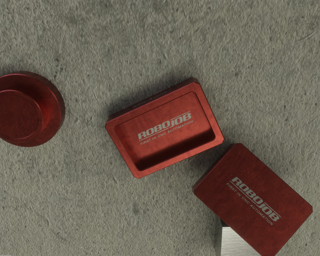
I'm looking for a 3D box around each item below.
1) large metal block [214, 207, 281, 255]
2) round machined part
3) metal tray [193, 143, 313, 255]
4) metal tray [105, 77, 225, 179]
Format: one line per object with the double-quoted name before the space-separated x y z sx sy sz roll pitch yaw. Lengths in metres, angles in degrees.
"large metal block" 0.126 0.162 0.457 0.081 0.050 0.079 -1 110 0
"round machined part" -0.175 -0.020 0.392 0.099 0.042 0.097 0 110 0
"metal tray" 0.119 0.094 0.409 0.130 0.030 0.090 42 86 3
"metal tray" 0.007 0.001 0.407 0.130 0.030 0.090 -24 109 8
